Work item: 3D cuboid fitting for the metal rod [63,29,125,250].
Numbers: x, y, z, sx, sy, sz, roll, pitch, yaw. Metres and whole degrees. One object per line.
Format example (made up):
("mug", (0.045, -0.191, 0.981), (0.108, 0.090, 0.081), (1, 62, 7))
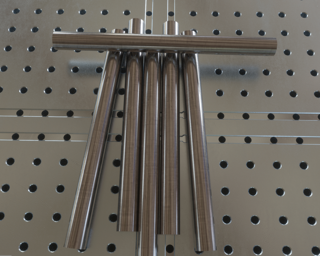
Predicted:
("metal rod", (-0.080, 0.000, 0.410), (0.025, 0.025, 0.299), (7, 70, 2))

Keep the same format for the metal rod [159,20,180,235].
("metal rod", (0.014, -0.014, 0.418), (0.025, 0.025, 0.299), (1, 70, 0))

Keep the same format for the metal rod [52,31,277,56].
("metal rod", (0.006, -0.116, 0.428), (0.302, 0.025, 0.025), (2, 70, 0))

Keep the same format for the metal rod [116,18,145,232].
("metal rod", (-0.037, -0.018, 0.418), (0.025, 0.025, 0.299), (1, 70, 0))

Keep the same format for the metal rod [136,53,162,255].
("metal rod", (-0.013, 0.035, 0.399), (0.025, 0.025, 0.299), (1, 70, 0))

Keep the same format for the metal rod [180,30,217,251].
("metal rod", (0.048, 0.002, 0.412), (0.025, 0.025, 0.299), (-2, 70, -1))
